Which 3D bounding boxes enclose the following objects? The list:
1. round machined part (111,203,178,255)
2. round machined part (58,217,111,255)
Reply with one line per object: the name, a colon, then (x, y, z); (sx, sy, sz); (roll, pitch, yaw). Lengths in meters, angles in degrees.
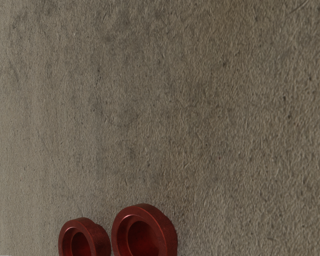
round machined part: (-0.016, 0.148, 0.407); (0.098, 0.042, 0.097); (0, 90, 40)
round machined part: (-0.115, 0.190, 0.489); (0.098, 0.042, 0.097); (0, 90, 40)
